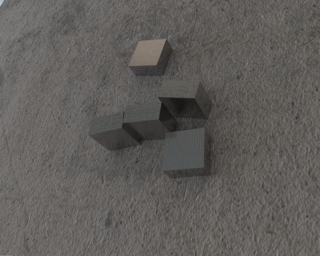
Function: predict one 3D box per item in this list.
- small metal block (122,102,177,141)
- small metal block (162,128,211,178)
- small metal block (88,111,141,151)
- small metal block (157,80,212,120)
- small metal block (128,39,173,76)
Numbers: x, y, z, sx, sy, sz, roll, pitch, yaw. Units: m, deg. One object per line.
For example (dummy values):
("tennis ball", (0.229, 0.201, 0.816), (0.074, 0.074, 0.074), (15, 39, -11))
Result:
("small metal block", (-0.012, -0.007, 0.399), (0.050, 0.050, 0.025), (-5, 60, 25))
("small metal block", (0.032, 0.030, 0.368), (0.050, 0.025, 0.050), (-8, 58, 24))
("small metal block", (-0.059, 0.006, 0.415), (0.050, 0.050, 0.025), (-12, 57, 22))
("small metal block", (0.033, -0.035, 0.392), (0.050, 0.050, 0.025), (5, 65, 30))
("small metal block", (-0.014, -0.108, 0.478), (0.050, 0.025, 0.050), (5, 64, 30))
